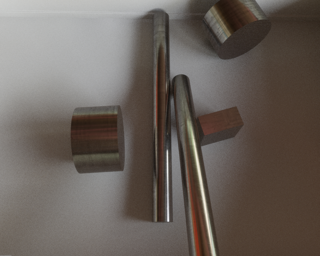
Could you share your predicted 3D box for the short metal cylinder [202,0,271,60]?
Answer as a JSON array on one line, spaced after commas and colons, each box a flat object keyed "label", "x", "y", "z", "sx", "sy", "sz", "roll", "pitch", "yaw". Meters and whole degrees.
[{"label": "short metal cylinder", "x": 0.106, "y": -0.141, "z": 0.433, "sx": 0.080, "sy": 0.080, "sz": 0.050, "roll": -23, "pitch": 72, "yaw": -8}]

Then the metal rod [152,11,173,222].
[{"label": "metal rod", "x": 0.002, "y": -0.028, "z": 0.419, "sx": 0.025, "sy": 0.025, "sz": 0.299, "roll": 0, "pitch": 70, "yaw": -1}]

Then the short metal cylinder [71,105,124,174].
[{"label": "short metal cylinder", "x": -0.072, "y": 0.014, "z": 0.375, "sx": 0.050, "sy": 0.080, "sz": 0.080, "roll": -3, "pitch": 70, "yaw": -2}]

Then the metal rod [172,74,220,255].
[{"label": "metal rod", "x": 0.034, "y": 0.038, "z": 0.328, "sx": 0.025, "sy": 0.025, "sz": 0.300, "roll": -2, "pitch": 44, "yaw": -1}]

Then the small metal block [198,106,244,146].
[{"label": "small metal block", "x": 0.073, "y": -0.001, "z": 0.398, "sx": 0.050, "sy": 0.050, "sz": 0.025, "roll": -15, "pitch": 71, "yaw": -6}]
